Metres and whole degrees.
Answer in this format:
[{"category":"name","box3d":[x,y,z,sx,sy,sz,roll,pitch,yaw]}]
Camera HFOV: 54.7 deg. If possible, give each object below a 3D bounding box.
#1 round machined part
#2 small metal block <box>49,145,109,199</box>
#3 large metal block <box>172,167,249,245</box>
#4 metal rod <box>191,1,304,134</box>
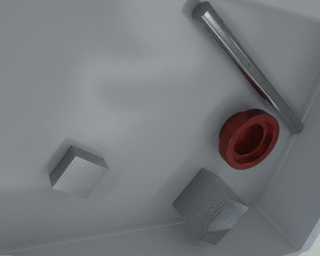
[{"category":"round machined part","box3d":[0.132,0.013,0.481,0.099,0.042,0.097,-14,125,-21]},{"category":"small metal block","box3d":[-0.101,0.056,0.389,0.050,0.025,0.050,31,101,-38]},{"category":"large metal block","box3d":[0.078,0.124,0.495,0.050,0.080,0.080,31,101,-38]},{"category":"metal rod","box3d":[0.142,-0.067,0.446,0.025,0.025,0.301,-50,129,7]}]
